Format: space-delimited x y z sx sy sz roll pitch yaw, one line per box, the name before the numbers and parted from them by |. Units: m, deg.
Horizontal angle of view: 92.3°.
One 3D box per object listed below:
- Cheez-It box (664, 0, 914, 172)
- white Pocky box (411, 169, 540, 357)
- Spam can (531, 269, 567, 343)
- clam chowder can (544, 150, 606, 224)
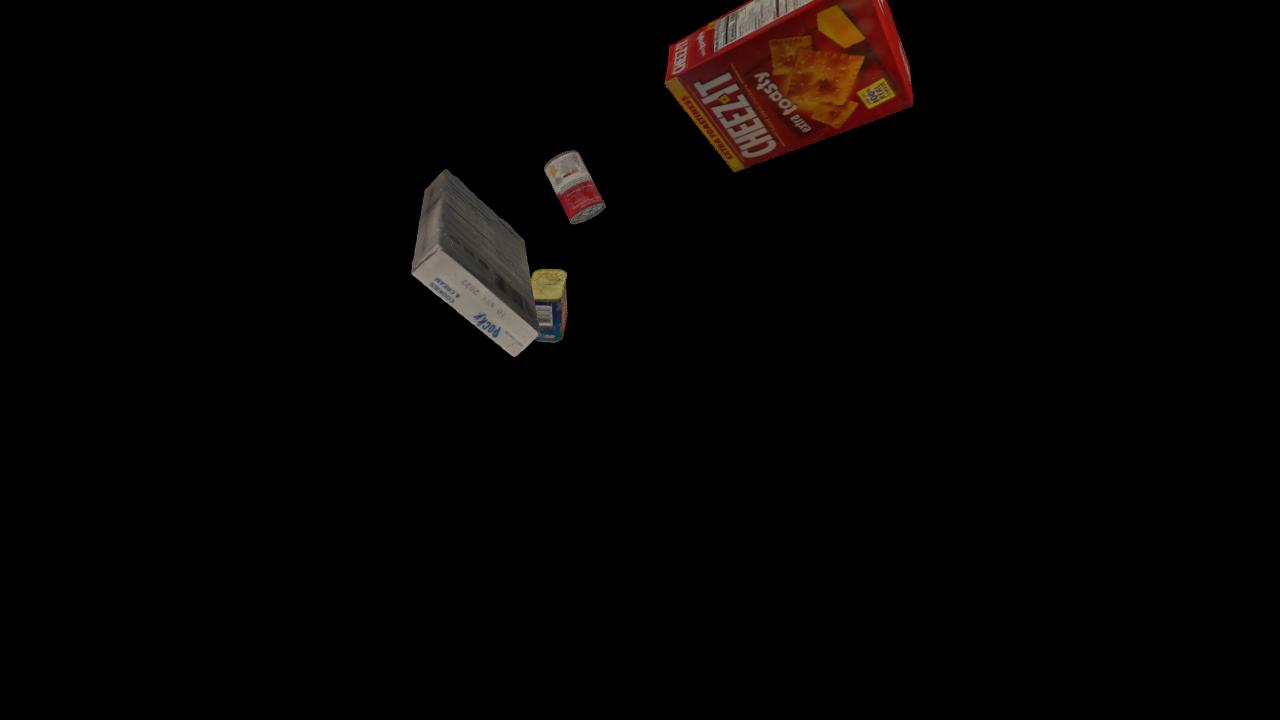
Cheez-It box | 0.162 -0.315 0.676 0.223 0.071 0.166 -11 -31 35
white Pocky box | -0.110 -0.072 0.416 0.084 0.028 0.154 43 14 -33
Spam can | -0.151 -0.090 1.013 0.058 0.085 0.101 2 36 -1
clam chowder can | -0.110 -0.289 1.032 0.068 0.102 0.068 -27 0 0
